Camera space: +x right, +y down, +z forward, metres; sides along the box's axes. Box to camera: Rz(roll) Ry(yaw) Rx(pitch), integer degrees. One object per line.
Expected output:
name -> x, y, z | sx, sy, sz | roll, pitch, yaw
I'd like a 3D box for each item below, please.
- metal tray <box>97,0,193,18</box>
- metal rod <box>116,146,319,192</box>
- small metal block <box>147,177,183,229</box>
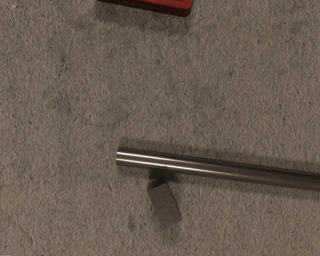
metal tray -> -0.017, -0.205, 0.407 | 0.131, 0.030, 0.089 | 11, 90, -1
metal rod -> 0.094, 0.057, 0.411 | 0.302, 0.025, 0.025 | 8, 90, -1
small metal block -> 0.006, 0.094, 0.398 | 0.025, 0.050, 0.050 | -24, 90, 0
